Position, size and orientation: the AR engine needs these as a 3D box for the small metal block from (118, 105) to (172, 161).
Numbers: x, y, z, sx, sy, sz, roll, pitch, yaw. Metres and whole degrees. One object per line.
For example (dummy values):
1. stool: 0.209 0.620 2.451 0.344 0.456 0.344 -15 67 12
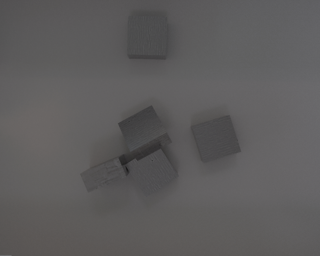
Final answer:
1. small metal block: -0.020 0.006 0.399 0.050 0.025 0.050 -28 53 0

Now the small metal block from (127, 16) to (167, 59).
1. small metal block: -0.017 -0.119 0.411 0.050 0.025 0.050 1 90 0

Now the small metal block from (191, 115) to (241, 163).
1. small metal block: 0.073 0.014 0.412 0.050 0.025 0.050 -17 90 0

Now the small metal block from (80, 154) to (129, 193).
1. small metal block: -0.068 0.057 0.398 0.050 0.050 0.025 -23 90 0

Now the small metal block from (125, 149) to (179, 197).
1. small metal block: -0.010 0.055 0.411 0.050 0.025 0.050 -33 90 0
